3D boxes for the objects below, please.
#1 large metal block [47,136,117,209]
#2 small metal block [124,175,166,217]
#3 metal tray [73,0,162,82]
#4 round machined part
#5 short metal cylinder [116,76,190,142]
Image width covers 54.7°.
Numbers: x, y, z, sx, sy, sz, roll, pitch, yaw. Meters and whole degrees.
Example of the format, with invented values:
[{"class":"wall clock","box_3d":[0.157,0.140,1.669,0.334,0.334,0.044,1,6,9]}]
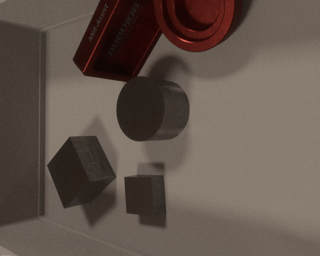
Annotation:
[{"class":"large metal block","box_3d":[-0.126,0.069,0.492,0.080,0.050,0.080,-45,63,30]},{"class":"small metal block","box_3d":[-0.021,0.091,0.422,0.050,0.025,0.050,-7,86,39]},{"class":"metal tray","box_3d":[-0.044,-0.123,0.398,0.030,0.091,0.129,49,118,29]},{"class":"round machined part","box_3d":[0.045,-0.137,0.342,0.098,0.042,0.097,19,126,29]},{"class":"short metal cylinder","box_3d":[-0.010,-0.023,0.397,0.080,0.050,0.079,0,90,39]}]
